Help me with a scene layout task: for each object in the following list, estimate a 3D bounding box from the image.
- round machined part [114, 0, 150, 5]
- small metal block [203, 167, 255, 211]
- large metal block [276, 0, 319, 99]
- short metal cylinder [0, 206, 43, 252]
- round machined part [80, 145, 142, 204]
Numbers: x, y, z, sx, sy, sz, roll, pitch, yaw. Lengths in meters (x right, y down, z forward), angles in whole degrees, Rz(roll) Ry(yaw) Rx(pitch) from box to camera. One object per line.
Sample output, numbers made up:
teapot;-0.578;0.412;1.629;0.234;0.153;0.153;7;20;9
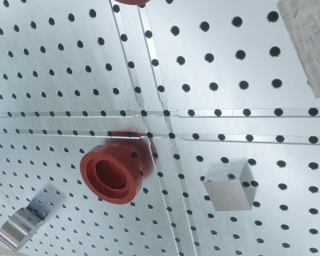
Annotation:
round machined part;-0.038;-0.170;0.295;0.098;0.042;0.098;24;164;8
small metal block;0.092;0.083;0.414;0.050;0.025;0.050;-12;112;33
large metal block;0.140;-0.082;0.251;0.050;0.080;0.080;-19;108;35
short metal cylinder;-0.302;0.218;0.670;0.050;0.080;0.080;37;129;3
round machined part;-0.071;0.067;0.479;0.098;0.042;0.097;13;124;21
